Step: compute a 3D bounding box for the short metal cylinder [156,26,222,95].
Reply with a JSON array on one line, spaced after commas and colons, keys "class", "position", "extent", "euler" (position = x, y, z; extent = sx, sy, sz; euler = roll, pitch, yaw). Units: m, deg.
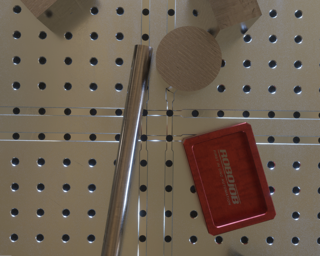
[{"class": "short metal cylinder", "position": [0.035, -0.084, 0.401], "extent": [0.081, 0.050, 0.080], "euler": [0, 90, 0]}]

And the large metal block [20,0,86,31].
[{"class": "large metal block", "position": [-0.146, -0.189, 0.399], "extent": [0.080, 0.050, 0.080], "euler": [-42, 90, 0]}]

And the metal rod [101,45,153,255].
[{"class": "metal rod", "position": [-0.045, 0.040, 0.412], "extent": [0.025, 0.025, 0.298], "euler": [9, 90, 0]}]

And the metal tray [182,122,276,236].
[{"class": "metal tray", "position": [0.089, 0.065, 0.411], "extent": [0.090, 0.030, 0.129], "euler": [-16, 90, 0]}]

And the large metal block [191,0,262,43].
[{"class": "large metal block", "position": [0.077, -0.156, 0.386], "extent": [0.050, 0.080, 0.080], "euler": [-21, 90, 0]}]
